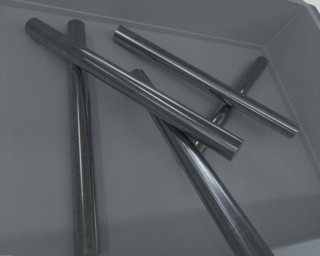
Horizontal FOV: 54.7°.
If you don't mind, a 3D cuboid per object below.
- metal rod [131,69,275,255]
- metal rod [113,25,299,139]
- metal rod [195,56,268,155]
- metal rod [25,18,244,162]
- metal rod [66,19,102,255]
[{"bbox_3d":[0.022,0.017,0.329,0.025,0.025,0.300,2,36,-28],"label":"metal rod"},{"bbox_3d":[0.068,-0.068,0.460,0.301,0.025,0.025,29,51,0],"label":"metal rod"},{"bbox_3d":[0.113,-0.040,0.492,0.025,0.025,0.301,43,51,1],"label":"metal rod"},{"bbox_3d":[-0.044,-0.054,0.350,0.300,0.025,0.025,33,48,19],"label":"metal rod"},{"bbox_3d":[-0.093,-0.010,0.362,0.025,0.025,0.299,4,60,-27],"label":"metal rod"}]
